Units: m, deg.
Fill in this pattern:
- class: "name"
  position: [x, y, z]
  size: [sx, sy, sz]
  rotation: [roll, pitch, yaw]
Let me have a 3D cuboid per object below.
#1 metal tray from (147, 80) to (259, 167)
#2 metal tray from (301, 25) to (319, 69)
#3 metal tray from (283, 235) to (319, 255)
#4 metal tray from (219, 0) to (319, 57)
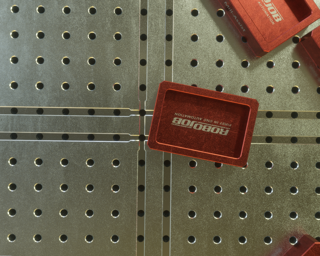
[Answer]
- class: "metal tray"
  position: [0.055, -0.005, 0.411]
  size: [0.131, 0.030, 0.089]
  rotation: [12, 90, -1]
- class: "metal tray"
  position: [0.266, -0.095, 0.414]
  size: [0.090, 0.030, 0.130]
  rotation: [-34, 90, -1]
- class: "metal tray"
  position: [0.189, 0.222, 0.414]
  size: [0.130, 0.030, 0.090]
  rotation: [-45, 91, 0]
- class: "metal tray"
  position: [0.137, -0.173, 0.412]
  size: [0.090, 0.030, 0.130]
  rotation: [-34, 90, -1]
